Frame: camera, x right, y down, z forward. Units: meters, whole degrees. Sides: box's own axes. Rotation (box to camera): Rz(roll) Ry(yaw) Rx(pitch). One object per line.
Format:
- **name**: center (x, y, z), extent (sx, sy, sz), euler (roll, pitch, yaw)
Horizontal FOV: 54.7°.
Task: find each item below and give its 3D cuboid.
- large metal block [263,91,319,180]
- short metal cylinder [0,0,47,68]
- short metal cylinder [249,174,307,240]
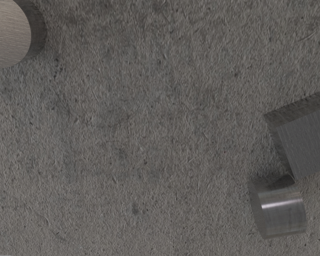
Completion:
- **large metal block**: center (0.193, 0.009, 0.402), extent (0.080, 0.050, 0.080), euler (-24, 109, 8)
- **short metal cylinder**: center (-0.178, -0.112, 0.353), extent (0.081, 0.050, 0.079), euler (0, 110, 0)
- **short metal cylinder**: center (0.157, 0.106, 0.421), extent (0.050, 0.080, 0.080), euler (-11, 110, 4)
